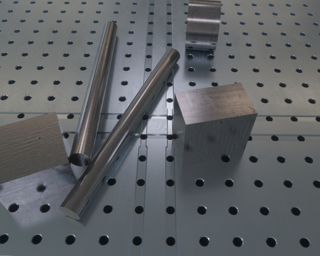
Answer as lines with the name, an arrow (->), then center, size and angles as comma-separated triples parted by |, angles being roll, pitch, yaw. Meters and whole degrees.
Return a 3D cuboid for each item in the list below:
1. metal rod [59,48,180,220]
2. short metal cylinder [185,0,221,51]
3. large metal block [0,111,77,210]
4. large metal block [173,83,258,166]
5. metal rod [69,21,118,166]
metal rod -> -0.038, -0.015, 0.419 | 0.025, 0.025, 0.301 | 18, 52, 14
short metal cylinder -> 0.071, -0.170, 0.516 | 0.050, 0.080, 0.080 | 5, 50, 4
large metal block -> -0.149, 0.036, 0.360 | 0.081, 0.050, 0.080 | -17, 52, -14
large metal block -> 0.061, -0.003, 0.375 | 0.081, 0.080, 0.050 | -9, 51, -8
metal rod -> -0.090, -0.072, 0.455 | 0.025, 0.025, 0.300 | 0, 46, 0
